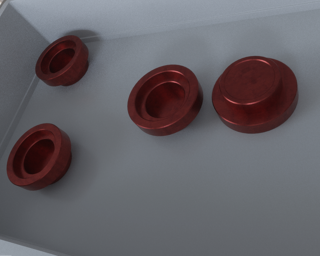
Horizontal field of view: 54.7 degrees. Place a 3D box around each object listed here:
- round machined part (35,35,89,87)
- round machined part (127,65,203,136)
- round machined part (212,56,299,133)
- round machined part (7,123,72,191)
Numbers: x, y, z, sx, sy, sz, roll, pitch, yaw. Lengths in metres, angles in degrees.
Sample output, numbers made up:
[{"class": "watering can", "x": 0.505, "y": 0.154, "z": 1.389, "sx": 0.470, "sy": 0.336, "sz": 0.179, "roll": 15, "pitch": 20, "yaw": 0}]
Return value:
[{"class": "round machined part", "x": -0.167, "y": -0.113, "z": 0.550, "sx": 0.098, "sy": 0.042, "sz": 0.098, "roll": -13, "pitch": 56, "yaw": 20}, {"class": "round machined part", "x": 0.010, "y": -0.032, "z": 0.408, "sx": 0.098, "sy": 0.042, "sz": 0.098, "roll": -13, "pitch": 56, "yaw": 20}, {"class": "round machined part", "x": 0.109, "y": -0.046, "z": 0.365, "sx": 0.098, "sy": 0.042, "sz": 0.098, "roll": -13, "pitch": 56, "yaw": 20}, {"class": "round machined part", "x": -0.170, "y": 0.045, "z": 0.454, "sx": 0.098, "sy": 0.042, "sz": 0.098, "roll": -13, "pitch": 56, "yaw": 20}]
